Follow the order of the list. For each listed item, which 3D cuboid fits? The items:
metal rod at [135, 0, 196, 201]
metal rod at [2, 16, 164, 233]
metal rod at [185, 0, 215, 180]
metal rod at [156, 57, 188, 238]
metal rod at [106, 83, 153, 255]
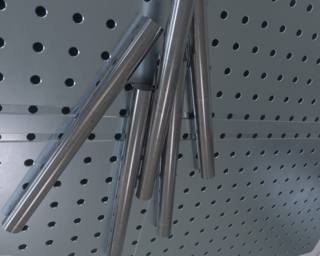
[{"bbox_3d":[0.002,-0.025,0.378,0.025,0.025,0.298,-6,126,-26],"label":"metal rod"},{"bbox_3d":[-0.095,0.004,0.361,0.025,0.025,0.299,30,102,-38],"label":"metal rod"},{"bbox_3d":[0.055,-0.047,0.411,0.025,0.025,0.298,-21,127,-16],"label":"metal rod"},{"bbox_3d":[0.013,0.046,0.445,0.025,0.025,0.298,-11,123,-23],"label":"metal rod"},{"bbox_3d":[-0.048,0.082,0.435,0.025,0.025,0.298,-2,120,-27],"label":"metal rod"}]
